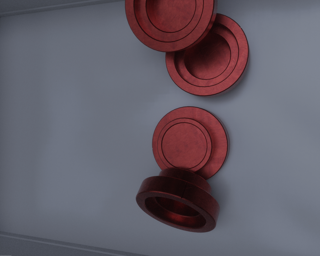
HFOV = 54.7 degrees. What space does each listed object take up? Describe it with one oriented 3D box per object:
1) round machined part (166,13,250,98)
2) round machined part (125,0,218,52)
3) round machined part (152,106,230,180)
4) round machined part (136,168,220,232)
[{"bbox_3d":[0.060,-0.086,0.380,0.098,0.042,0.097,0,90,20],"label":"round machined part"},{"bbox_3d":[0.015,-0.135,0.343,0.098,0.042,0.097,6,108,18],"label":"round machined part"},{"bbox_3d":[0.035,0.021,0.389,0.098,0.042,0.097,0,90,20],"label":"round machined part"},{"bbox_3d":[0.024,0.084,0.374,0.098,0.098,0.042,10,54,19],"label":"round machined part"}]
